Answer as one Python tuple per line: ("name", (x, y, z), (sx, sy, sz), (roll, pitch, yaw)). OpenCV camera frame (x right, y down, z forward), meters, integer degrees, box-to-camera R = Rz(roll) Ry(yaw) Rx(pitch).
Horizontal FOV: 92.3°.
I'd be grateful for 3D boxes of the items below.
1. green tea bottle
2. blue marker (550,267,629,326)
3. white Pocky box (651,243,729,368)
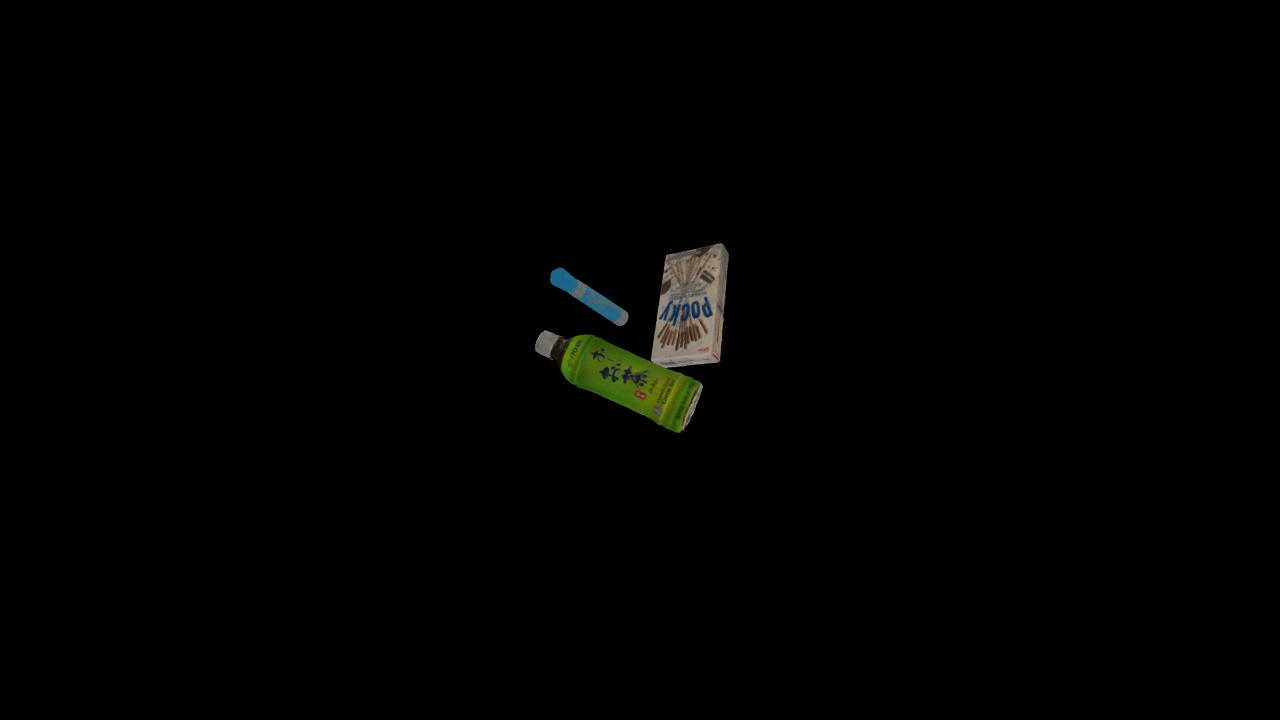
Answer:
("green tea bottle", (-0.031, 0.018, 0.758), (0.212, 0.073, 0.073), (22, 4, 10))
("blue marker", (-0.051, -0.064, 0.636), (0.020, 0.020, 0.121), (0, -17, 32))
("white Pocky box", (0.063, -0.067, 0.755), (0.084, 0.154, 0.028), (-7, -28, 30))
